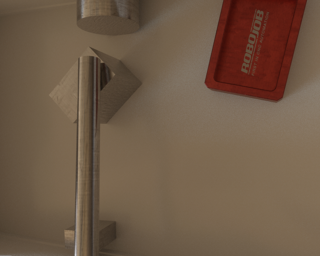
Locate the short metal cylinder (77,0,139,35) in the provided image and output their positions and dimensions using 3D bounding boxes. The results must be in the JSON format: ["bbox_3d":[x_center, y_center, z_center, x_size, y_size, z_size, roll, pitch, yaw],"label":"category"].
[{"bbox_3d":[-0.067,-0.158,0.404,0.080,0.080,0.050,0,90,19],"label":"short metal cylinder"}]

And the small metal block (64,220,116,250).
[{"bbox_3d":[-0.095,0.148,0.430,0.050,0.050,0.025,-3,89,19],"label":"small metal block"}]

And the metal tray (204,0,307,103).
[{"bbox_3d":[0.113,-0.102,0.367,0.090,0.030,0.129,14,95,19],"label":"metal tray"}]

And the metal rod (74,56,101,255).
[{"bbox_3d":[-0.077,0.070,0.328,0.025,0.025,0.298,-5,80,19],"label":"metal rod"}]

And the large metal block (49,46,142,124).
[{"bbox_3d":[-0.081,-0.052,0.409,0.080,0.080,0.050,-46,76,14],"label":"large metal block"}]
